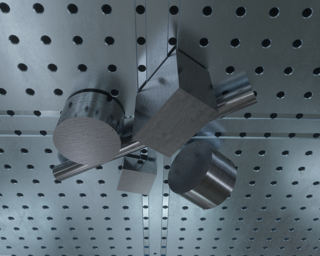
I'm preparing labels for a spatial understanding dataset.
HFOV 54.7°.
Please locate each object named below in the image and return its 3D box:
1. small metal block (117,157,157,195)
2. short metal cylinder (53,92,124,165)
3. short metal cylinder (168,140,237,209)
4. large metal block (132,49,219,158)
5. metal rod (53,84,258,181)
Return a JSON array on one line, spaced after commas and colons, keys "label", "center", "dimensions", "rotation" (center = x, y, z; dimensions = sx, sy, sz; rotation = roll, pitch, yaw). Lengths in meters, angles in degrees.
[{"label": "small metal block", "center": [-0.035, 0.073, 0.469], "dimensions": [0.050, 0.025, 0.050], "rotation": [12, 129, -10]}, {"label": "short metal cylinder", "center": [-0.087, 0.001, 0.391], "dimensions": [0.081, 0.050, 0.079], "rotation": [0, 130, 0]}, {"label": "short metal cylinder", "center": [0.057, 0.064, 0.426], "dimensions": [0.050, 0.080, 0.080], "rotation": [36, 121, -27]}, {"label": "large metal block", "center": [0.014, -0.028, 0.348], "dimensions": [0.050, 0.080, 0.080], "rotation": [29, 124, -23]}, {"label": "metal rod", "center": [-0.019, 0.013, 0.418], "dimensions": [0.300, 0.025, 0.025], "rotation": [-22, 127, 18]}]
